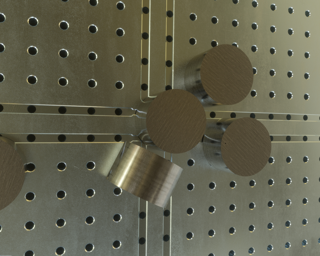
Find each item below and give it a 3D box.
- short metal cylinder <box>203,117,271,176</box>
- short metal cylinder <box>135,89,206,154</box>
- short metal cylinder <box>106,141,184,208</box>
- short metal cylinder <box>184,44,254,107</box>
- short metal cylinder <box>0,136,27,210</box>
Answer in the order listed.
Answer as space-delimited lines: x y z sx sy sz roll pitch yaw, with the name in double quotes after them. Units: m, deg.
0.108 0.025 0.439 0.081 0.050 0.079 0 90 -20 "short metal cylinder"
0.013 -0.008 0.404 0.081 0.050 0.079 0 90 -20 "short metal cylinder"
-0.018 0.056 0.377 0.080 0.080 0.050 29 81 -18 "short metal cylinder"
0.080 -0.070 0.429 0.081 0.050 0.079 0 90 -20 "short metal cylinder"
-0.187 0.047 0.330 0.081 0.050 0.079 0 90 -20 "short metal cylinder"
